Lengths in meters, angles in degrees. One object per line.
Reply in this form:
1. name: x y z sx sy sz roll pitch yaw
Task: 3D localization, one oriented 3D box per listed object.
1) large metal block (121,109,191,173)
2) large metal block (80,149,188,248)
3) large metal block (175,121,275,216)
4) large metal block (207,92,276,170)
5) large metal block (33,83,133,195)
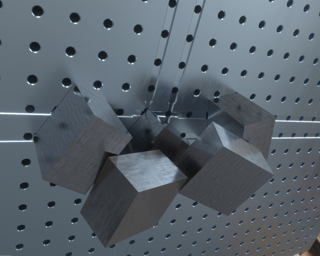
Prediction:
1. large metal block: -0.007 0.035 0.414 0.080 0.050 0.080 -49 129 6
2. large metal block: -0.028 0.074 0.341 0.081 0.050 0.079 -3 130 -51
3. large metal block: 0.074 0.051 0.379 0.080 0.050 0.080 29 116 -23
4. large metal block: 0.111 0.006 0.442 0.050 0.080 0.079 -15 125 -20
5. large metal block: -0.087 0.010 0.335 0.050 0.080 0.080 34 99 -39
